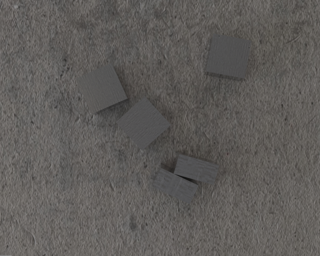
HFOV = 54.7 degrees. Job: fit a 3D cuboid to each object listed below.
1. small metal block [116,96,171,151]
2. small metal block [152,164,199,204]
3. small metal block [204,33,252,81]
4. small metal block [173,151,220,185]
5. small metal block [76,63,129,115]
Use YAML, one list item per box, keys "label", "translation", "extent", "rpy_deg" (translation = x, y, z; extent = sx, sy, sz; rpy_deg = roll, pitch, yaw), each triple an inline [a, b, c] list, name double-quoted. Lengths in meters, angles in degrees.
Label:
- label: "small metal block"
  translation: [-0.021, -0.006, 0.410]
  extent: [0.050, 0.025, 0.050]
  rpy_deg: [-42, 90, 0]
- label: "small metal block"
  translation: [0.019, 0.070, 0.398]
  extent: [0.050, 0.050, 0.025]
  rpy_deg: [25, 90, 0]
- label: "small metal block"
  translation: [0.089, -0.093, 0.410]
  extent: [0.050, 0.025, 0.050]
  rpy_deg: [11, 90, 0]
- label: "small metal block"
  translation: [0.044, 0.050, 0.398]
  extent: [0.050, 0.050, 0.025]
  rpy_deg: [16, 90, 0]
- label: "small metal block"
  translation: [-0.075, -0.051, 0.409]
  extent: [0.050, 0.025, 0.050]
  rpy_deg: [-24, 90, 0]
